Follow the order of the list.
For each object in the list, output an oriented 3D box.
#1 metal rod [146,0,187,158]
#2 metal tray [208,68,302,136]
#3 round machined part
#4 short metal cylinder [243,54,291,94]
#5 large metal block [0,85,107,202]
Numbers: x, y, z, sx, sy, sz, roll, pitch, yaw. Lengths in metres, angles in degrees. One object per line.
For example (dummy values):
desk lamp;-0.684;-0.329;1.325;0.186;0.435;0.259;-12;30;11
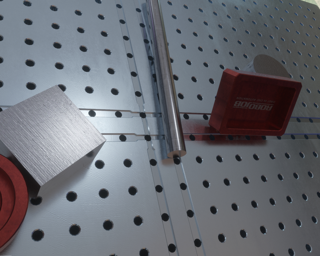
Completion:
metal rod;0.004;-0.097;0.469;0.025;0.025;0.299;7;59;-25
metal tray;0.144;-0.035;0.466;0.131;0.089;0.030;2;22;-27
round machined part;-0.167;0.069;0.265;0.099;0.042;0.098;13;56;-20
short metal cylinder;0.178;-0.080;0.537;0.081;0.050;0.080;14;56;-21
large metal block;-0.118;0.014;0.320;0.080;0.050;0.080;47;51;5
